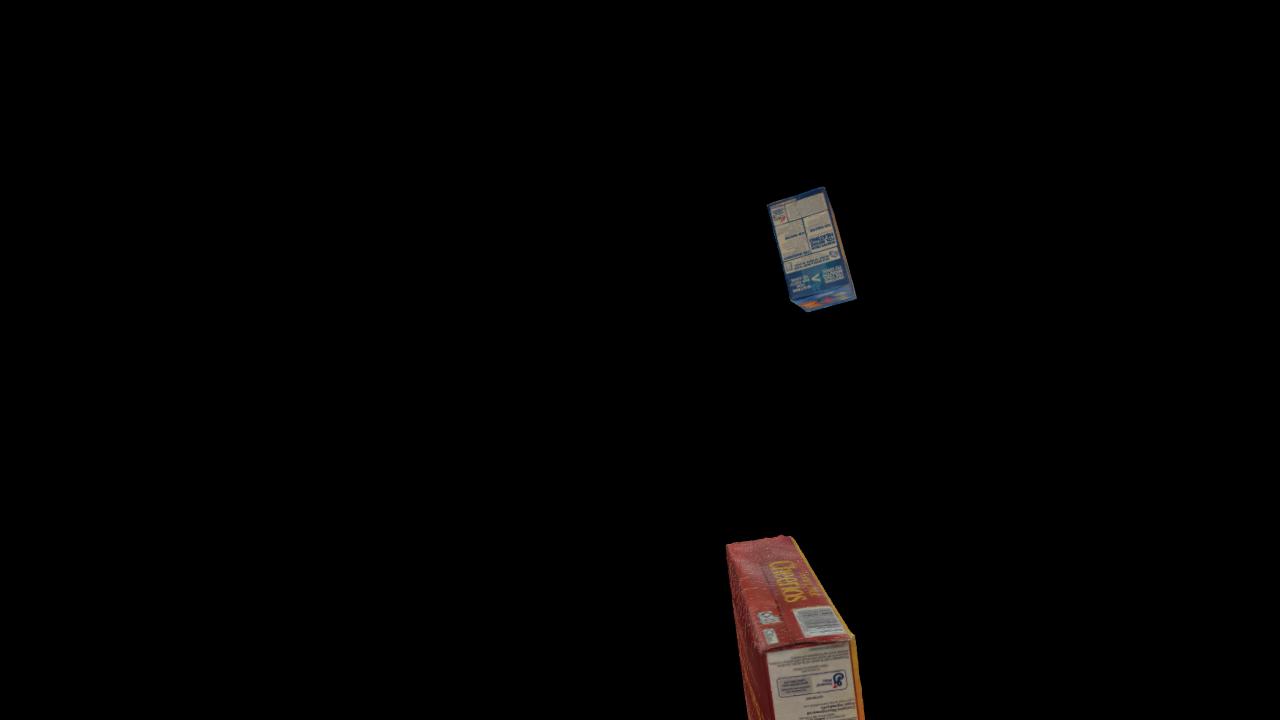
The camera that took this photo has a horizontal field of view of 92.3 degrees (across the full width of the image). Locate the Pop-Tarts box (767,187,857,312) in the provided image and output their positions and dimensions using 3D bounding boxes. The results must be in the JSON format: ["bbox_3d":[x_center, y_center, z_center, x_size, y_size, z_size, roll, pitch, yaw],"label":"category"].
[{"bbox_3d":[0.253,-0.153,0.895,0.083,0.141,0.167,-16,-7,22],"label":"Pop-Tarts box"}]

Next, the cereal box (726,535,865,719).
[{"bbox_3d":[0.142,0.341,0.548,0.081,0.306,0.203,-9,4,1],"label":"cereal box"}]
